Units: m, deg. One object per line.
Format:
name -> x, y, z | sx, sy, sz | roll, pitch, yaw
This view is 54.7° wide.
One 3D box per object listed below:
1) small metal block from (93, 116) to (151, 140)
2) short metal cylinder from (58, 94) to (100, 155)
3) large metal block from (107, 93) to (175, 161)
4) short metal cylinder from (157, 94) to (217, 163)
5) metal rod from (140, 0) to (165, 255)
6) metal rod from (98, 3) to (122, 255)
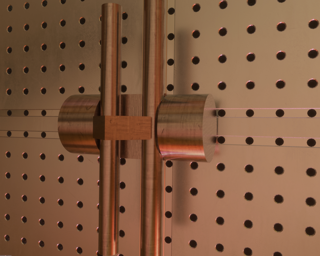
small metal block -> -0.043, 0.000, 0.344 | 0.050, 0.050, 0.025 | 2, 92, 64
short metal cylinder -> -0.089, -0.005, 0.411 | 0.050, 0.080, 0.079 | 2, 91, 20
large metal block -> -0.022, -0.002, 0.403 | 0.080, 0.050, 0.079 | 1, 90, 20
short metal cylinder -> 0.035, 0.000, 0.367 | 0.050, 0.080, 0.079 | 1, 90, 21
metal rod -> -0.008, 0.000, 0.359 | 0.025, 0.025, 0.298 | 1, 90, 20
metal rod -> -0.060, 0.002, 0.377 | 0.025, 0.025, 0.298 | 1, 90, 20
